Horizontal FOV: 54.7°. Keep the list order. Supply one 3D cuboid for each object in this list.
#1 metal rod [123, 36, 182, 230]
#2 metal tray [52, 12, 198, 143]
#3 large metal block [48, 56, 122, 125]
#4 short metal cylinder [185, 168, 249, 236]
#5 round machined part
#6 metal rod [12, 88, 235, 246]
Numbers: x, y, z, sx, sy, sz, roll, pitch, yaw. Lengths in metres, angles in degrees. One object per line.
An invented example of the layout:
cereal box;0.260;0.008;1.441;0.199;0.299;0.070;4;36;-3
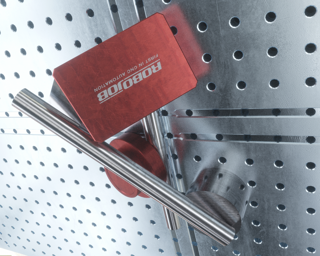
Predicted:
metal rod;-0.005;0.022;0.426;0.025;0.025;0.298;2;120;27
metal tray;-0.036;-0.055;0.341;0.131;0.030;0.090;-31;105;-6
large metal block;-0.097;-0.039;0.402;0.050;0.080;0.079;36;129;4
short metal cylinder;0.075;0.101;0.418;0.080;0.050;0.079;13;124;20
round machined part;-0.041;0.059;0.436;0.098;0.042;0.097;27;134;32
metal rod;-0.038;0.050;0.369;0.301;0.025;0.025;35;129;-6
